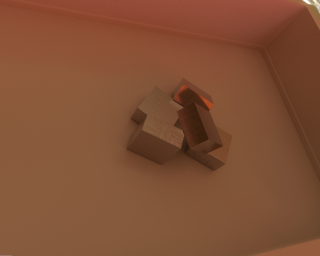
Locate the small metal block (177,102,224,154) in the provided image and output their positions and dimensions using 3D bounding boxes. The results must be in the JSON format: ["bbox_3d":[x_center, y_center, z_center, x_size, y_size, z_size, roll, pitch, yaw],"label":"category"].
[{"bbox_3d":[0.051,0.001,0.385,0.050,0.025,0.050,22,45,-57],"label":"small metal block"}]

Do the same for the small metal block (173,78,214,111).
[{"bbox_3d":[0.047,-0.043,0.443,0.050,0.025,0.050,32,19,-8],"label":"small metal block"}]

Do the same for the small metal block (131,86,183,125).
[{"bbox_3d":[-0.002,-0.020,0.415,0.050,0.025,0.050,37,51,-4],"label":"small metal block"}]

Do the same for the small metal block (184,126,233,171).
[{"bbox_3d":[0.068,0.022,0.428,0.050,0.025,0.050,31,52,-9],"label":"small metal block"}]

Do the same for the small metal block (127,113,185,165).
[{"bbox_3d":[-0.006,0.015,0.376,0.050,0.050,0.025,26,53,-13],"label":"small metal block"}]
